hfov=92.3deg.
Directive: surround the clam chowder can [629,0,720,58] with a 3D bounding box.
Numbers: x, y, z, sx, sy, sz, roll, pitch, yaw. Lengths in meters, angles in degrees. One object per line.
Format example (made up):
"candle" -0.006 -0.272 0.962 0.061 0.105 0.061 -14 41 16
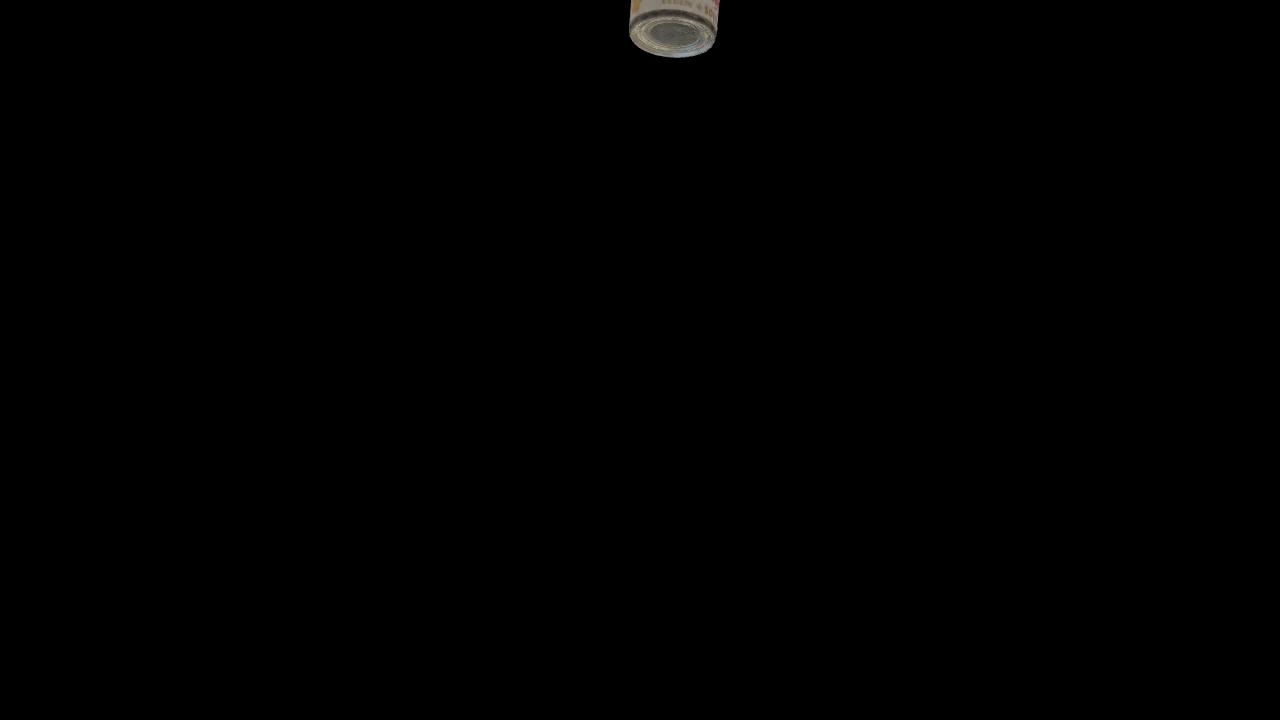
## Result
"clam chowder can" 0.028 -0.290 0.457 0.068 0.102 0.068 5 3 0
